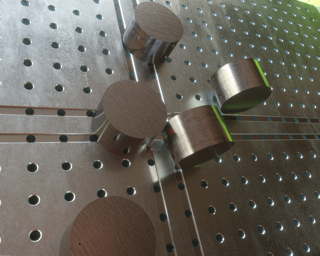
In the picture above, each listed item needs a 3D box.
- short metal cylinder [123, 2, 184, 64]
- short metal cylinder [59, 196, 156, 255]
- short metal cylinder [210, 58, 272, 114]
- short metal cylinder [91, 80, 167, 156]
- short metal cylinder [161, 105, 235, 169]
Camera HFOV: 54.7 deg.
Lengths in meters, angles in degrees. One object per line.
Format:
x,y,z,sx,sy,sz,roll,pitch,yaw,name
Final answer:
-0.011,-0.146,0.477,0.081,0.050,0.080,14,56,-21,short metal cylinder
-0.051,0.112,0.298,0.081,0.050,0.080,14,56,-21,short metal cylinder
0.124,-0.063,0.481,0.081,0.080,0.050,-3,63,-30,short metal cylinder
-0.038,-0.012,0.380,0.081,0.050,0.080,14,56,-21,short metal cylinder
0.046,0.013,0.392,0.081,0.080,0.050,-9,67,-32,short metal cylinder
